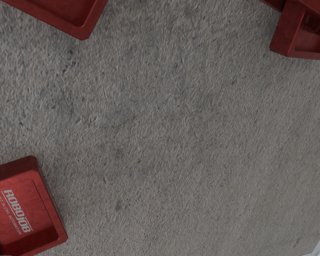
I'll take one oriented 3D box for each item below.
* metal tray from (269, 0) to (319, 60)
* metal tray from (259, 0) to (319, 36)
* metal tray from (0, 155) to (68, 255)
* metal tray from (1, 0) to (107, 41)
[{"bbox_3d":[0.212,-0.140,0.417,0.131,0.030,0.089,-6,122,-37],"label":"metal tray"},{"bbox_3d":[0.180,-0.141,0.361,0.131,0.090,0.030,17,109,-25],"label":"metal tray"},{"bbox_3d":[-0.174,0.104,0.372,0.091,0.030,0.129,-19,126,-17],"label":"metal tray"},{"bbox_3d":[-0.103,-0.143,0.258,0.131,0.030,0.090,21,107,-36],"label":"metal tray"}]
